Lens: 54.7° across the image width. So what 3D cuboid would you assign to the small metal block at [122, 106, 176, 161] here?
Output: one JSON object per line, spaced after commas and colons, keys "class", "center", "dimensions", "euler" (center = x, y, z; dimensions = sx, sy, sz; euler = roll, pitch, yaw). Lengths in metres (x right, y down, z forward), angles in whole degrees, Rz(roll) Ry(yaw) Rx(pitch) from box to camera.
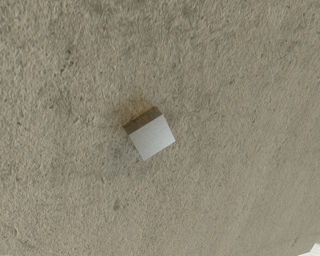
{"class": "small metal block", "center": [-0.014, 0.007, 0.407], "dimensions": [0.050, 0.025, 0.050], "euler": [-32, 129, -8]}
